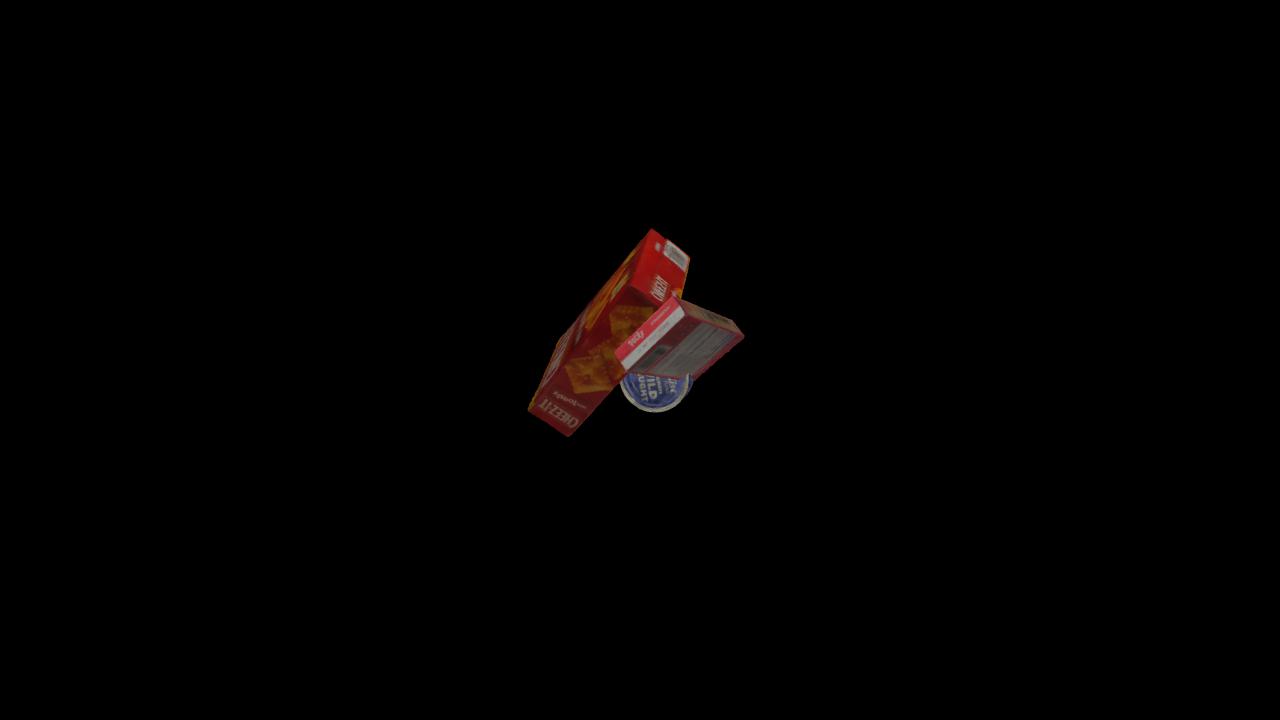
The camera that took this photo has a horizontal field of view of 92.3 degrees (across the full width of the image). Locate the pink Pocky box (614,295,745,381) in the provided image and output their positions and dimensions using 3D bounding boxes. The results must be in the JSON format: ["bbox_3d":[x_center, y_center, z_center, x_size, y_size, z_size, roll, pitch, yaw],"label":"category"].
[{"bbox_3d":[0.046,-0.017,0.641,0.084,0.029,0.155,-43,-24,20],"label":"pink Pocky box"}]

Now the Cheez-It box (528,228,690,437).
[{"bbox_3d":[-0.037,-0.035,0.751,0.071,0.223,0.166,35,32,-13],"label":"Cheez-It box"}]

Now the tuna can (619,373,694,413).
[{"bbox_3d":[0.020,0.016,0.707,0.084,0.084,0.034,0,10,20],"label":"tuna can"}]
